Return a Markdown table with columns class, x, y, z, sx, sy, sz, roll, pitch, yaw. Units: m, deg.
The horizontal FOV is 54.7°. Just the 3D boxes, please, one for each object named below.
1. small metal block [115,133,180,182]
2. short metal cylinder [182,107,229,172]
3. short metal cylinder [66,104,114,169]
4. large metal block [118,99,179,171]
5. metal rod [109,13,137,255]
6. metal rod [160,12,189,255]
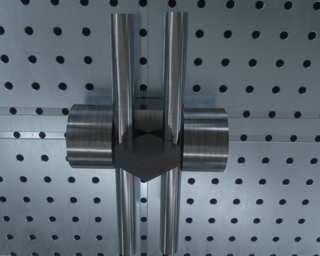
| class | x | y | z | sx | sy | sz | roll | pitch | yaw |
| --- | --- | --- | --- | --- | --- | --- | --- | --- | --- |
| small metal block | -0.014 | 0.030 | 0.340 | 0.050 | 0.050 | 0.025 | 19 | 117 | 40 |
| short metal cylinder | 0.052 | 0.014 | 0.385 | 0.050 | 0.080 | 0.079 | 1 | 110 | 0 |
| short metal cylinder | -0.080 | 0.010 | 0.383 | 0.050 | 0.080 | 0.079 | 1 | 110 | -1 |
| large metal block | -0.014 | 0.008 | 0.399 | 0.081 | 0.050 | 0.079 | 1 | 110 | -1 |
| metal rod | -0.041 | 0.024 | 0.365 | 0.025 | 0.025 | 0.298 | 1 | 110 | -1 |
| metal rod | 0.014 | 0.022 | 0.365 | 0.025 | 0.025 | 0.298 | 1 | 110 | -1 |
